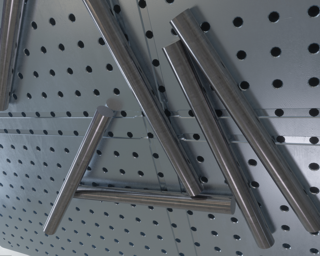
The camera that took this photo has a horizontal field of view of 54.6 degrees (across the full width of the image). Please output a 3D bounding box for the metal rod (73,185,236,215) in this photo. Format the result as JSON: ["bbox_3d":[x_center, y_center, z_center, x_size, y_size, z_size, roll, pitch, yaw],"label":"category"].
[{"bbox_3d":[-0.031,0.111,0.496,0.300,0.025,0.025,-2,117,29],"label":"metal rod"}]

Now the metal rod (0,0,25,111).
[{"bbox_3d":[-0.213,-0.136,0.440,0.025,0.025,0.298,36,129,4],"label":"metal rod"}]

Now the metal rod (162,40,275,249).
[{"bbox_3d":[0.080,0.032,0.388,0.025,0.025,0.299,-16,110,34],"label":"metal rod"}]

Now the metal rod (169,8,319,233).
[{"bbox_3d":[0.106,0.001,0.355,0.025,0.025,0.300,-27,104,37],"label":"metal rod"}]

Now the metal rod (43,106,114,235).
[{"bbox_3d":[-0.144,0.085,0.516,0.025,0.025,0.298,35,121,5],"label":"metal rod"}]

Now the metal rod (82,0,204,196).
[{"bbox_3d":[-0.017,-0.038,0.397,0.025,0.025,0.299,-17,110,35],"label":"metal rod"}]
